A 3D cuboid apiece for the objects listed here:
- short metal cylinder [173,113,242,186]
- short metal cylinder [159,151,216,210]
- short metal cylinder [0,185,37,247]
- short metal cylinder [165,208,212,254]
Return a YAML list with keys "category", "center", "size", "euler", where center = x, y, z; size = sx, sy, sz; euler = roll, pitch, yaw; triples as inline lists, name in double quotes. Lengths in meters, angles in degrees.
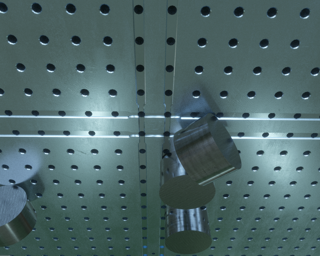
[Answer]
- category: "short metal cylinder"
  center: [0.062, 0.028, 0.400]
  size: [0.050, 0.080, 0.080]
  euler: [-32, 124, 24]
- category: "short metal cylinder"
  center: [0.039, 0.077, 0.462]
  size: [0.081, 0.050, 0.079]
  euler: [0, 130, 0]
- category: "short metal cylinder"
  center: [-0.244, 0.138, 0.489]
  size: [0.080, 0.080, 0.050]
  euler: [-3, 130, 2]
- category: "short metal cylinder"
  center: [0.049, 0.181, 0.550]
  size: [0.081, 0.050, 0.079]
  euler: [0, 130, 0]
